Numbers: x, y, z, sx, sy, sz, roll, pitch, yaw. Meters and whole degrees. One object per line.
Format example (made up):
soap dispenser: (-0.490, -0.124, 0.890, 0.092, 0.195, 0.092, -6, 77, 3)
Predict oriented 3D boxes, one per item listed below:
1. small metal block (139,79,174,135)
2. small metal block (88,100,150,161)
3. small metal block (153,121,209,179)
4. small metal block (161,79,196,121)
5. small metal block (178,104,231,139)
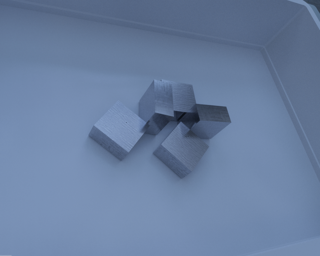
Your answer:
small metal block: (-0.006, -0.026, 0.401, 0.025, 0.050, 0.050, 12, 57, -22)
small metal block: (-0.049, 0.003, 0.376, 0.050, 0.025, 0.050, 39, 51, -3)
small metal block: (0.028, 0.028, 0.402, 0.050, 0.025, 0.050, 42, 51, 0)
small metal block: (0.023, -0.038, 0.440, 0.050, 0.025, 0.050, 6, 59, -25)
small metal block: (0.060, -0.008, 0.426, 0.050, 0.050, 0.025, 3, 61, -27)
